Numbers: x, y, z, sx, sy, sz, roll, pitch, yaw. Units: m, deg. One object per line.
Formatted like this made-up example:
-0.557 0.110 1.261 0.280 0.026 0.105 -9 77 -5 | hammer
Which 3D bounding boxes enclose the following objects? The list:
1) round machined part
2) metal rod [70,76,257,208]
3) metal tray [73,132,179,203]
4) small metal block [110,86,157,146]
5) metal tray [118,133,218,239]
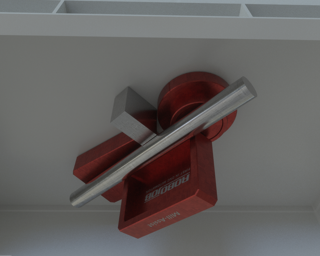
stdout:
0.046 -0.017 0.382 0.099 0.042 0.097 -1 130 0 | round machined part
-0.017 0.033 0.383 0.299 0.025 0.025 -35 123 30 | metal rod
-0.047 0.053 0.449 0.130 0.030 0.090 -28 125 21 | metal tray
-0.030 -0.015 0.378 0.025 0.050 0.050 -37 121 27 | small metal block
0.006 0.069 0.374 0.030 0.090 0.130 34 128 -29 | metal tray
